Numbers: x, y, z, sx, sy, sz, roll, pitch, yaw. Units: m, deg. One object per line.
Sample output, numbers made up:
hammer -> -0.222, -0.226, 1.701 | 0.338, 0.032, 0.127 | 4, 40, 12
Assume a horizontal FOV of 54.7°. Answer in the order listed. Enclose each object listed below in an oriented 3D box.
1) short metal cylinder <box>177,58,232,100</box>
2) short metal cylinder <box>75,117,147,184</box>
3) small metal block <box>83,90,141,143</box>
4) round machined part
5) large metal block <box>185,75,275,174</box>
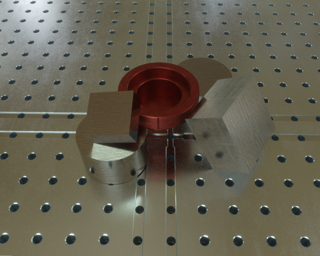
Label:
short metal cylinder -> 0.057, -0.054, 0.437 | 0.081, 0.050, 0.080 | 0, 50, 0
short metal cylinder -> -0.056, 0.020, 0.373 | 0.081, 0.050, 0.080 | 0, 50, 0
small metal block -> -0.051, -0.011, 0.335 | 0.050, 0.025, 0.050 | -2, 68, 14
round machined part -> -0.001, -0.035, 0.388 | 0.099, 0.042, 0.098 | 0, 50, 0
large metal block -> 0.086, -0.005, 0.368 | 0.050, 0.080, 0.080 | 0, 39, 47
